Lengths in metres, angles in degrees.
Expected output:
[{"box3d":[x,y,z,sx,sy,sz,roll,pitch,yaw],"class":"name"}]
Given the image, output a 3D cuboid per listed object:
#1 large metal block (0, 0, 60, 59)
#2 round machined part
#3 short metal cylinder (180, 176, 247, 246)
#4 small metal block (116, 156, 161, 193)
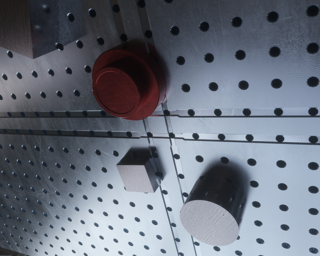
[{"box3d":[-0.180,-0.146,0.400,0.080,0.050,0.079,22,127,14],"class":"large metal block"},{"box3d":[-0.046,-0.052,0.392,0.098,0.042,0.097,13,124,20],"class":"round machined part"},{"box3d":[0.074,0.114,0.427,0.080,0.050,0.079,13,124,21],"class":"short metal cylinder"},{"box3d":[-0.032,0.070,0.472,0.050,0.025,0.050,-4,117,30],"class":"small metal block"}]
